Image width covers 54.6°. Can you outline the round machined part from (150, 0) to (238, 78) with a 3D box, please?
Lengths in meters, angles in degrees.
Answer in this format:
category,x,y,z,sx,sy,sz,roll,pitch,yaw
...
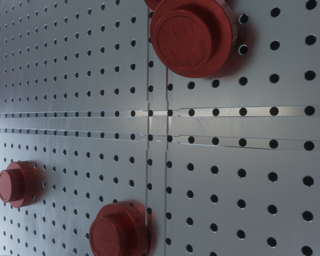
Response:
category,x,y,z,sx,sy,sz,roll,pitch,yaw
round machined part,0.032,-0.100,0.344,0.098,0.042,0.097,15,127,21

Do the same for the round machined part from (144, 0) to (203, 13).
category,x,y,z,sx,sy,sz,roll,pitch,yaw
round machined part,0.027,-0.183,0.377,0.098,0.042,0.097,0,90,40

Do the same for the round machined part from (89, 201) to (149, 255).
category,x,y,z,sx,sy,sz,roll,pitch,yaw
round machined part,-0.067,0.161,0.455,0.098,0.042,0.097,0,90,40

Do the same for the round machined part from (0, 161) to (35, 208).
category,x,y,z,sx,sy,sz,roll,pitch,yaw
round machined part,-0.309,0.121,0.656,0.098,0.042,0.097,0,90,40
